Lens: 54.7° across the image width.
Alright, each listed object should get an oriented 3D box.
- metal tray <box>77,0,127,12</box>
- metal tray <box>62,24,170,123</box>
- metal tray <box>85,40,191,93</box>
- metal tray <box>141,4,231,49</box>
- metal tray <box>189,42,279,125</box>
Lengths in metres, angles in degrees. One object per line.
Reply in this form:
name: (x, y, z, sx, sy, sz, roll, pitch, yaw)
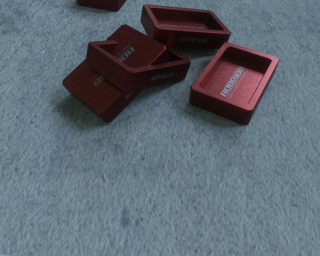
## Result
metal tray: (-0.107, -0.295, 0.646, 0.090, 0.030, 0.130, 14, 51, 10)
metal tray: (-0.062, -0.081, 0.440, 0.090, 0.030, 0.130, 36, 76, 28)
metal tray: (-0.029, -0.096, 0.450, 0.090, 0.030, 0.131, 38, 37, 27)
metal tray: (0.041, -0.170, 0.519, 0.131, 0.030, 0.090, -2, 44, -19)
metal tray: (0.112, -0.071, 0.460, 0.090, 0.030, 0.130, 24, 54, 18)
